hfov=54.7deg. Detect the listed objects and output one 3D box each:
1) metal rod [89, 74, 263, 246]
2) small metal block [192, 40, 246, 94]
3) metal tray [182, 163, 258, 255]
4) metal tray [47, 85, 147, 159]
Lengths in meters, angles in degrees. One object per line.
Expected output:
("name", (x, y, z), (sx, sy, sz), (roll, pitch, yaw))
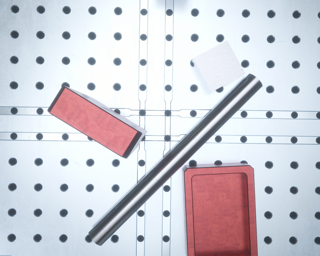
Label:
("metal rod", (0.021, 0.041, 0.413), (0.300, 0.025, 0.025), (-45, 91, -1))
("small metal block", (0.077, -0.080, 0.414), (0.050, 0.025, 0.050), (-28, 90, -1))
("metal tray", (0.078, 0.114, 0.411), (0.091, 0.030, 0.129), (-3, 90, -1))
("metal tray", (-0.063, -0.006, 0.360), (0.090, 0.130, 0.030), (31, 90, -1))
